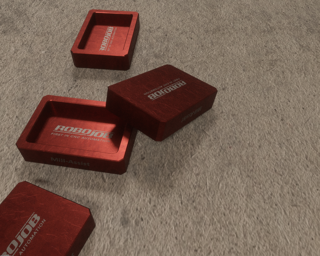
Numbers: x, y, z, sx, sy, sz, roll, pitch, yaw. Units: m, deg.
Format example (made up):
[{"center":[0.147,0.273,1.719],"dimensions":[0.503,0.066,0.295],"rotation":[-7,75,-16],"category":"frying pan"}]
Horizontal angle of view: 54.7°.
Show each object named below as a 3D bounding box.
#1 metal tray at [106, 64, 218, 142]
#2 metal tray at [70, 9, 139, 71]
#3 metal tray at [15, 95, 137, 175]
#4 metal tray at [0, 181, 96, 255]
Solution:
[{"center":[0.005,-0.040,0.408],"dimensions":[0.090,0.030,0.131],"rotation":[32,39,23],"category":"metal tray"},{"center":[-0.088,-0.153,0.527],"dimensions":[0.091,0.030,0.130],"rotation":[4,50,3],"category":"metal tray"},{"center":[-0.099,0.006,0.393],"dimensions":[0.131,0.030,0.090],"rotation":[7,50,5],"category":"metal tray"},{"center":[-0.134,0.123,0.295],"dimensions":[0.090,0.030,0.130],"rotation":[19,52,15],"category":"metal tray"}]
